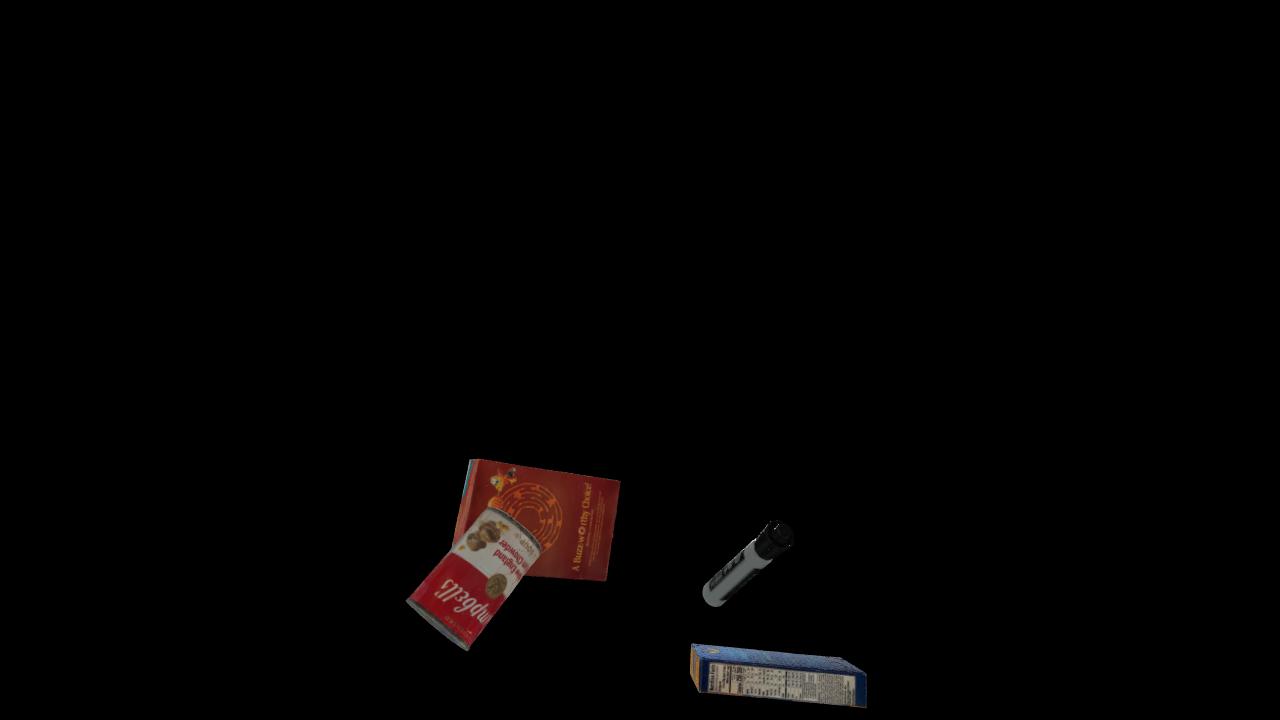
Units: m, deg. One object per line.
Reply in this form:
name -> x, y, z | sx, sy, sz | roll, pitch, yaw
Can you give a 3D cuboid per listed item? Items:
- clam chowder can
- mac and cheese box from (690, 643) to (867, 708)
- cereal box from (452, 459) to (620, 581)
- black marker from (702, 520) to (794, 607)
clam chowder can -> -0.143, 0.189, 0.540 | 0.068, 0.068, 0.102 | 0, 41, 46
mac and cheese box -> 0.153, 0.360, 0.705 | 0.184, 0.041, 0.093 | 5, -14, 0
cereal box -> -0.200, 0.315, 1.206 | 0.306, 0.203, 0.081 | 14, -14, -25
black marker -> 0.071, 0.139, 0.415 | 0.020, 0.020, 0.121 | 0, -37, -19
